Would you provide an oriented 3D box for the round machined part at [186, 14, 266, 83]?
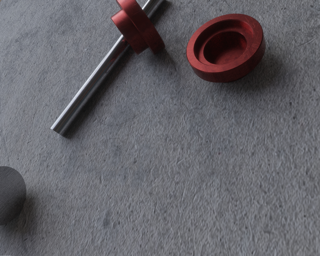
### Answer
[{"bbox_3d":[0.088,-0.099,0.407,0.098,0.042,0.098,-13,56,20],"label":"round machined part"}]

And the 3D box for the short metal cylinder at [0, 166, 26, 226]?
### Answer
[{"bbox_3d":[-0.238,0.094,0.433,0.050,0.080,0.080,-5,60,25],"label":"short metal cylinder"}]

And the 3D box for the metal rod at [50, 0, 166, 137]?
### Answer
[{"bbox_3d":[-0.079,-0.115,0.513,0.025,0.025,0.300,25,75,36],"label":"metal rod"}]

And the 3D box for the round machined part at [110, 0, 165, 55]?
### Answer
[{"bbox_3d":[-0.037,-0.150,0.467,0.042,0.098,0.098,-36,51,5],"label":"round machined part"}]
